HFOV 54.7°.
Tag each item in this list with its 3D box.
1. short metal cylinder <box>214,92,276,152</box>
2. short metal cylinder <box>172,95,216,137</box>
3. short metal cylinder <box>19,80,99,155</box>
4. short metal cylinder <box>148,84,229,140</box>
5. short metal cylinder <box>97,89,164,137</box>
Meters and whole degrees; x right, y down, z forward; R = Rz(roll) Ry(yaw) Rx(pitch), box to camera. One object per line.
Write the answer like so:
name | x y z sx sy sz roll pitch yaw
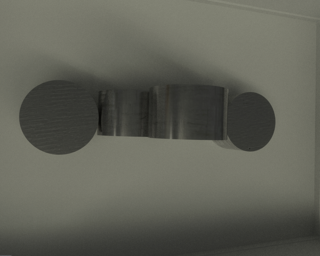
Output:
short metal cylinder | 0.113 -0.008 0.437 0.081 0.050 0.080 0 90 -20
short metal cylinder | 0.043 -0.013 0.395 0.081 0.080 0.050 2 89 -20
short metal cylinder | -0.114 -0.011 0.353 0.081 0.050 0.080 0 90 -20
short metal cylinder | 0.028 -0.014 0.317 0.081 0.080 0.050 2 89 -20
short metal cylinder | -0.033 -0.016 0.367 0.081 0.080 0.050 2 89 -20
